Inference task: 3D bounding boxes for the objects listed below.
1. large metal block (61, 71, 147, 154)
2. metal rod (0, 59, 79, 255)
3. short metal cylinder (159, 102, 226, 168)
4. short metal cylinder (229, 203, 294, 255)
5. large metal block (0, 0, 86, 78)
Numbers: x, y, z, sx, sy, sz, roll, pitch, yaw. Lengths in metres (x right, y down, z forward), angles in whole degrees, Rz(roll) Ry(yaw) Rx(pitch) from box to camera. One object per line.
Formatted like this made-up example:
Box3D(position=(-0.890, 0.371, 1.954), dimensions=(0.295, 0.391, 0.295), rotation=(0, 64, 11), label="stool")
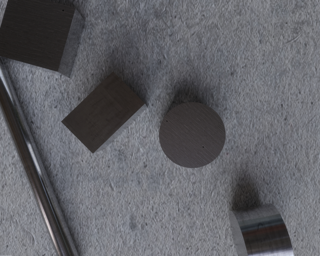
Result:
Box3D(position=(-0.063, -0.017, 0.382), dimensions=(0.080, 0.080, 0.050), rotation=(-44, 90, 0), label="large metal block")
Box3D(position=(-0.168, 0.047, 0.408), dimensions=(0.025, 0.025, 0.299), rotation=(-21, 90, 0), label="metal rod")
Box3D(position=(0.039, 0.008, 0.398), dimensions=(0.081, 0.050, 0.080), rotation=(0, 90, 0), label="short metal cylinder")
Box3D(position=(0.123, 0.138, 0.384), dimensions=(0.050, 0.080, 0.080), rotation=(-12, 90, 0), label="short metal cylinder")
Box3D(position=(-0.151, -0.116, 0.396), dimensions=(0.080, 0.050, 0.080), rotation=(16, 90, 0), label="large metal block")
